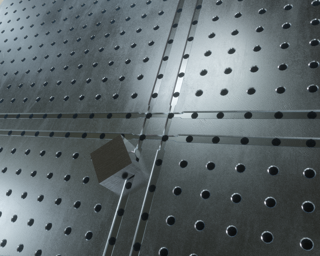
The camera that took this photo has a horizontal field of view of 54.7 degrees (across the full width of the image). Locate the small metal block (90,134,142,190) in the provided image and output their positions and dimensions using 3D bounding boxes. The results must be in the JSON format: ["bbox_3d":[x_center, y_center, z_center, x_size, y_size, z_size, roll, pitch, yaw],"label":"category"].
[{"bbox_3d":[-0.059,0.045,0.410,0.050,0.025,0.050,-33,52,6],"label":"small metal block"}]
